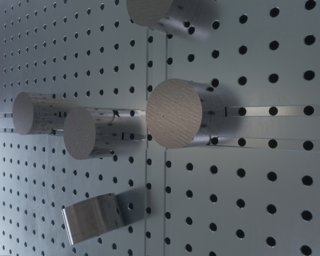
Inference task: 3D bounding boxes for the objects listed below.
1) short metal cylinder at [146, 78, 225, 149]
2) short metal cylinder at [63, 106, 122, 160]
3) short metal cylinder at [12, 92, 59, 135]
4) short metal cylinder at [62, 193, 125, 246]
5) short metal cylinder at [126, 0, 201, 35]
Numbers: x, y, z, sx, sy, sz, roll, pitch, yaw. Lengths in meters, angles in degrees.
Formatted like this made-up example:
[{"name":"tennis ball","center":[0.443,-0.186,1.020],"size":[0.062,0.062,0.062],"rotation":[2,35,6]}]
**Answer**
[{"name":"short metal cylinder","center":[0.030,-0.016,0.369],"size":[0.080,0.050,0.079],"rotation":[0,90,40]},{"name":"short metal cylinder","center":[-0.105,0.008,0.480],"size":[0.080,0.050,0.079],"rotation":[0,90,40]},{"name":"short metal cylinder","center":[-0.237,-0.027,0.589],"size":[0.080,0.050,0.079],"rotation":[0,90,40]},{"name":"short metal cylinder","center":[-0.097,0.133,0.454],"size":[0.080,0.081,0.050],"rotation":[-32,71,35]},{"name":"short metal cylinder","center":[0.004,-0.162,0.390],"size":[0.080,0.050,0.079],"rotation":[0,90,40]}]
